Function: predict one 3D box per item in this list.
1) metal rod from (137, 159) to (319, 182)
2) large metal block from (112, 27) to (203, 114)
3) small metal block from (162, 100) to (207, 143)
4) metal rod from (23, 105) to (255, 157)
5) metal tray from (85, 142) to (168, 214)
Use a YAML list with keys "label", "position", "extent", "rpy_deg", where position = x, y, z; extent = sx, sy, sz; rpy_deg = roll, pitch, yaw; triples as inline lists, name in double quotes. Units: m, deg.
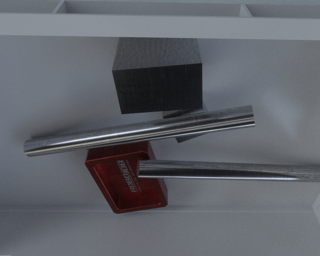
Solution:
- label: "metal rod"
  position: [0.118, 0.063, 0.443]
  extent: [0.302, 0.025, 0.025]
  rpy_deg: [4, 130, -12]
- label: "large metal block"
  position: [-0.001, -0.061, 0.321]
  extent: [0.080, 0.080, 0.050]
  rpy_deg: [-4, 130, 3]
- label: "small metal block"
  position: [0.036, -0.013, 0.399]
  extent: [0.050, 0.025, 0.050]
  rpy_deg: [-20, 128, 15]
- label: "metal rod"
  position: [-0.038, 0.007, 0.389]
  extent: [0.301, 0.025, 0.025]
  rpy_deg: [-8, 130, 16]
- label: "metal tray"
  position: [-0.046, 0.076, 0.469]
  extent: [0.090, 0.030, 0.129]
  rpy_deg: [-11, 130, 8]
